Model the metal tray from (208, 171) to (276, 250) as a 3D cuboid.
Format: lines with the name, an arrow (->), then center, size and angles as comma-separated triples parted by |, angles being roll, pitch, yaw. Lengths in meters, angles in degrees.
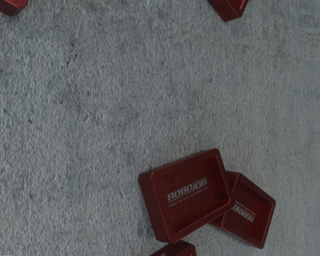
metal tray -> 0.141, 0.139, 0.519 | 0.130, 0.030, 0.090 | 37, 68, -34

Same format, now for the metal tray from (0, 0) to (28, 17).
metal tray -> -0.168, -0.169, 0.260 | 0.131, 0.030, 0.090 | 25, 75, -37

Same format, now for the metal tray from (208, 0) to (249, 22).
metal tray -> 0.114, -0.249, 0.495 | 0.090, 0.030, 0.130 | 38, 67, -33

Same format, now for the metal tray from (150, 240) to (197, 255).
metal tray -> -0.003, 0.214, 0.398 | 0.131, 0.030, 0.089 | -17, 101, -39

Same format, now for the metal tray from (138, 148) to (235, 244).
metal tray -> 0.041, 0.087, 0.423 | 0.131, 0.030, 0.090 | -15, 87, -39
